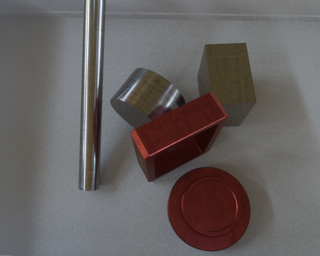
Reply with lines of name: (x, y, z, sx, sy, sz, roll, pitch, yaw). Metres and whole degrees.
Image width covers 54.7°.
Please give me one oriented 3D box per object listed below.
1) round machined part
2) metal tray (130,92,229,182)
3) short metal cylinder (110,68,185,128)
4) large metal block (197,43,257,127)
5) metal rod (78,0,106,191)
round machined part: (0.059, 0.094, 0.367, 0.099, 0.042, 0.098, 0, 70, -1)
metal tray: (0.019, 0.017, 0.348, 0.090, 0.130, 0.030, -27, 73, -9)
short metal cylinder: (-0.015, -0.030, 0.391, 0.080, 0.080, 0.050, 32, 73, 10)
large metal block: (0.082, -0.052, 0.401, 0.050, 0.080, 0.080, -3, 70, -1)
metal rod: (-0.081, -0.074, 0.372, 0.025, 0.025, 0.298, 3, 94, 1)
